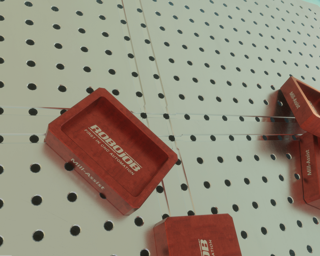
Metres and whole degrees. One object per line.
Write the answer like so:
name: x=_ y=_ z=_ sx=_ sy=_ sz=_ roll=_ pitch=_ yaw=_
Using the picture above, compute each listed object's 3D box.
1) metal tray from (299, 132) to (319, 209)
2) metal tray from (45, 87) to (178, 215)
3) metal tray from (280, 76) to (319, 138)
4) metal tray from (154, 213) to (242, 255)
metal tray: x=0.279 y=0.073 z=0.508 sx=0.090 sy=0.030 sz=0.130 roll=24 pitch=53 yaw=-13
metal tray: x=-0.053 y=0.024 z=0.361 sx=0.130 sy=0.030 sz=0.090 roll=43 pitch=51 yaw=1
metal tray: x=0.272 y=-0.032 z=0.544 sx=0.090 sy=0.030 sz=0.130 roll=23 pitch=35 yaw=-14
metal tray: x=0.048 y=0.162 z=0.332 sx=0.091 sy=0.030 sz=0.130 roll=5 pitch=60 yaw=-26
